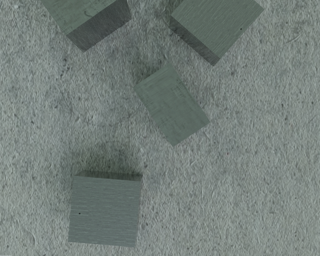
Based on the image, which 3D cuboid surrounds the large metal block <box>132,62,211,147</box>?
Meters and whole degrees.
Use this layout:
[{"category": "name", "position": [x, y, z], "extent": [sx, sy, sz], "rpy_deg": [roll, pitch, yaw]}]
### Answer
[{"category": "large metal block", "position": [0.013, -0.026, 0.382], "extent": [0.050, 0.080, 0.080], "rpy_deg": [-34, 90, 0]}]

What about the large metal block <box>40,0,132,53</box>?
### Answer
[{"category": "large metal block", "position": [-0.086, -0.145, 0.382], "extent": [0.080, 0.080, 0.050], "rpy_deg": [-35, 90, 0]}]

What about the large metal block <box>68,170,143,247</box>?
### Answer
[{"category": "large metal block", "position": [-0.067, 0.100, 0.397], "extent": [0.080, 0.050, 0.080], "rpy_deg": [5, 90, 0]}]

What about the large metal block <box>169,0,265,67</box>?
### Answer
[{"category": "large metal block", "position": [0.069, -0.140, 0.398], "extent": [0.080, 0.050, 0.080], "rpy_deg": [41, 90, 0]}]
